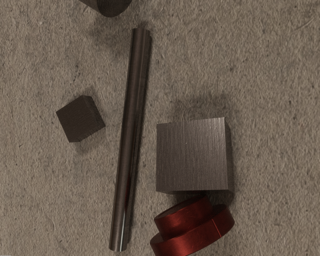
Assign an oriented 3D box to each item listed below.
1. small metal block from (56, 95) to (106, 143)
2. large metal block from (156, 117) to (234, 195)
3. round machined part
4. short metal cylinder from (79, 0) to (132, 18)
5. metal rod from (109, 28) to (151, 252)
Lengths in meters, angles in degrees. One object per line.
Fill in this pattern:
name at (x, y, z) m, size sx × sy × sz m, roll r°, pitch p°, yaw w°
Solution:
small metal block at (-0.115, -0.013, 0.448) m, size 0.050 × 0.025 × 0.050 m, roll -29°, pitch 81°, yaw 17°
large metal block at (0.042, 0.036, 0.370) m, size 0.080 × 0.050 × 0.080 m, roll -6°, pitch 72°, yaw 19°
round machined part at (0.032, 0.109, 0.358) m, size 0.098 × 0.098 × 0.042 m, roll -28°, pitch 81°, yaw 17°
short metal cylinder at (-0.072, -0.194, 0.404) m, size 0.050 × 0.080 × 0.080 m, roll 36°, pitch 101°, yaw 16°
metal rod at (-0.042, 0.017, 0.422) m, size 0.025 × 0.025 × 0.298 m, roll 7°, pitch 92°, yaw 19°
